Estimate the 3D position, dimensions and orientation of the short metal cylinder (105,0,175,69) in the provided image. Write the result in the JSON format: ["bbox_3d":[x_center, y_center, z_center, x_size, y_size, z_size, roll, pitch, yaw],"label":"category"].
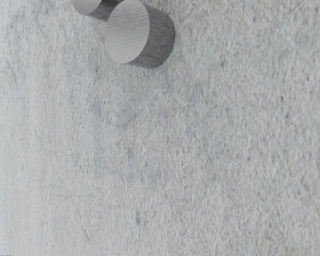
[{"bbox_3d":[-0.027,-0.122,0.409,0.080,0.050,0.079,0,90,39],"label":"short metal cylinder"}]

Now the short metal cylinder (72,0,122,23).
[{"bbox_3d":[-0.085,-0.201,0.456,0.080,0.050,0.079,0,90,39],"label":"short metal cylinder"}]
